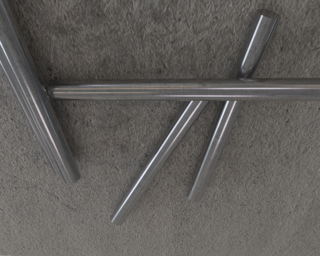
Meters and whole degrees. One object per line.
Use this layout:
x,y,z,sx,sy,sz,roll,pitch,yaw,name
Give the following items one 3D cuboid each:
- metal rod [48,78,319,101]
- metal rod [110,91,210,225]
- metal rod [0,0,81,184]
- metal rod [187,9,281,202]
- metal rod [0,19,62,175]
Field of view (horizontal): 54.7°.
0.023,-0.043,0.347,0.301,0.025,0.025,1,131,8,metal rod
-0.010,0.056,0.454,0.025,0.025,0.298,20,127,-16,metal rod
-0.142,-0.043,0.346,0.025,0.025,0.298,-5,130,4,metal rod
0.082,-0.003,0.405,0.025,0.025,0.298,8,130,-7,metal rod
-0.161,-0.053,0.360,0.025,0.025,0.298,-5,130,4,metal rod
